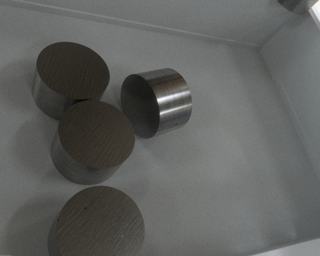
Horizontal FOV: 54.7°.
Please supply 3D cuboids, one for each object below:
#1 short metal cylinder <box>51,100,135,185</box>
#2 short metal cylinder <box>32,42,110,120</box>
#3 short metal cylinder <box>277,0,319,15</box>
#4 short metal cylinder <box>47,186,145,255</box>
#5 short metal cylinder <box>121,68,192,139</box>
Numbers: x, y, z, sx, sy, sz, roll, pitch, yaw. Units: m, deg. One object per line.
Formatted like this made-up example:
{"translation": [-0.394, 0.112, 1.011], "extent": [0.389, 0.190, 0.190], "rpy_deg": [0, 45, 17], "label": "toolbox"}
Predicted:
{"translation": [-0.074, 0.016, 0.341], "extent": [0.081, 0.050, 0.080], "rpy_deg": [14, 56, -21], "label": "short metal cylinder"}
{"translation": [-0.106, -0.054, 0.366], "extent": [0.081, 0.050, 0.080], "rpy_deg": [14, 56, -21], "label": "short metal cylinder"}
{"translation": [0.228, -0.234, 0.507], "extent": [0.081, 0.050, 0.080], "rpy_deg": [14, 56, -21], "label": "short metal cylinder"}
{"translation": [-0.061, 0.102, 0.296], "extent": [0.081, 0.050, 0.080], "rpy_deg": [14, 56, -21], "label": "short metal cylinder"}
{"translation": [-0.006, -0.032, 0.388], "extent": [0.050, 0.080, 0.080], "rpy_deg": [-18, 72, -35], "label": "short metal cylinder"}
